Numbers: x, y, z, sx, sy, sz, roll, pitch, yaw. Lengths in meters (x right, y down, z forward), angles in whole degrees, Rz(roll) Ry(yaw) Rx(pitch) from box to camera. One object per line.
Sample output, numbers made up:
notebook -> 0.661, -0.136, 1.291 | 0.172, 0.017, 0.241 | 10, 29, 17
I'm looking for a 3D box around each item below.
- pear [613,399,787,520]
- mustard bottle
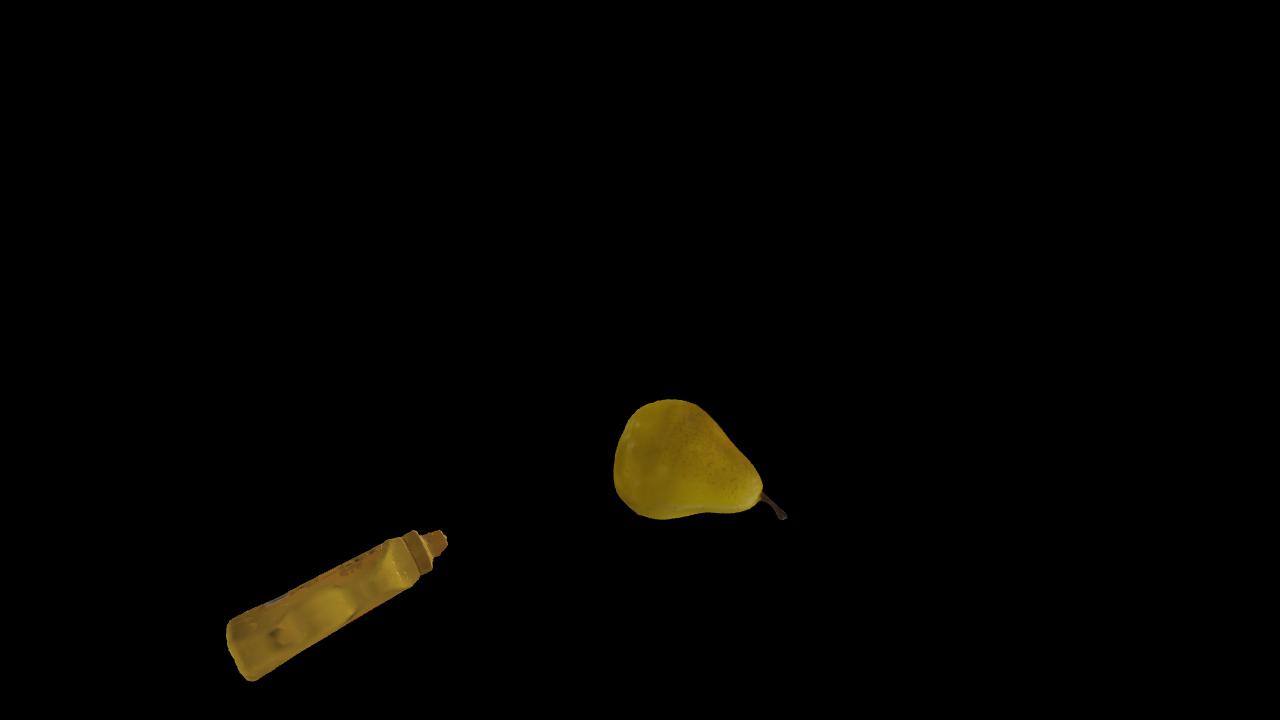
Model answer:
pear -> 0.041, 0.068, 0.393 | 0.111, 0.080, 0.080 | 11, 2, 12
mustard bottle -> -0.261, 0.207, 0.555 | 0.184, 0.054, 0.092 | -26, -4, -31
